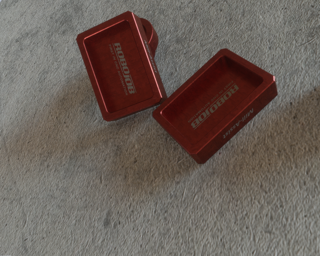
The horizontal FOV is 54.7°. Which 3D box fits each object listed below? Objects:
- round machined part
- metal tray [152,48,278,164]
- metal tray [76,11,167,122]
[{"bbox_3d":[-0.047,-0.124,0.492,0.098,0.042,0.098,-13,56,20],"label":"round machined part"},{"bbox_3d":[0.066,-0.030,0.383,0.130,0.030,0.090,-43,51,-2],"label":"metal tray"},{"bbox_3d":[-0.054,-0.083,0.434,0.090,0.030,0.129,-19,89,16],"label":"metal tray"}]
